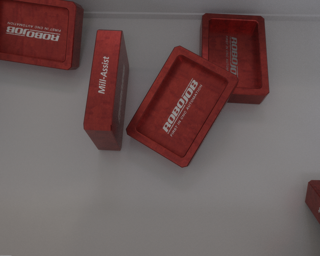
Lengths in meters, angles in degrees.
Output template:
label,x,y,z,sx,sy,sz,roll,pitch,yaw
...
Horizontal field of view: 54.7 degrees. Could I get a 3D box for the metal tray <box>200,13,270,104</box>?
label,x,y,z,sx,sy,sz,roll,pitch,yaw
metal tray,0.103,-0.101,0.444,0.091,0.030,0.130,3,70,1

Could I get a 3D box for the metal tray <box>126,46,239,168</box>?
label,x,y,z,sx,sy,sz,roll,pitch,yaw
metal tray,0.028,-0.027,0.395,0.090,0.030,0.130,31,91,10

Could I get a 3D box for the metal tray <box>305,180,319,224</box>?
label,x,y,z,sx,sy,sz,roll,pitch,yaw
metal tray,0.222,0.100,0.322,0.091,0.130,0.030,0,110,4

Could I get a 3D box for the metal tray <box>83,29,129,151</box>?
label,x,y,z,sx,sy,sz,roll,pitch,yaw
metal tray,-0.063,-0.045,0.390,0.030,0.090,0.130,3,70,1

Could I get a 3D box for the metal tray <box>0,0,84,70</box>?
label,x,y,z,sx,sy,sz,roll,pitch,yaw
metal tray,-0.178,-0.135,0.431,0.131,0.030,0.089,9,103,3
